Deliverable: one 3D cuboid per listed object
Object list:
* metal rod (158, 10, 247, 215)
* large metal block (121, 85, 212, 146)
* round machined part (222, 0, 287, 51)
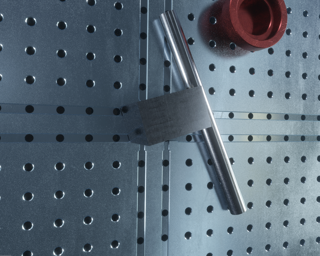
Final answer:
[{"bbox_3d":[0.063,-0.016,0.437,0.025,0.025,0.298,-24,98,-19],"label":"metal rod"},{"bbox_3d":[0.004,-0.015,0.386,0.081,0.080,0.050,-16,96,-20],"label":"large metal block"},{"bbox_3d":[0.133,-0.161,0.454,0.099,0.042,0.097,0,90,-21],"label":"round machined part"}]
